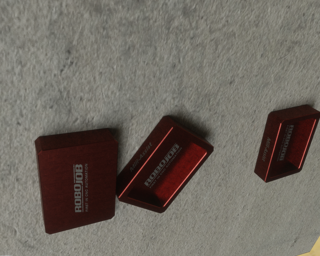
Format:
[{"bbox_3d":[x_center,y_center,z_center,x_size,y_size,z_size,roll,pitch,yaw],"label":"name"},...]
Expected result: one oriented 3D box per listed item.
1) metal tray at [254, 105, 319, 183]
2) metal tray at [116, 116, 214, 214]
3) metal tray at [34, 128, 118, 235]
[{"bbox_3d":[0.222,0.029,0.545,0.091,0.030,0.129,-12,124,-23],"label":"metal tray"},{"bbox_3d":[0.005,0.056,0.442,0.090,0.030,0.130,30,102,-38],"label":"metal tray"},{"bbox_3d":[-0.103,0.068,0.390,0.091,0.030,0.129,-8,122,-25],"label":"metal tray"}]
